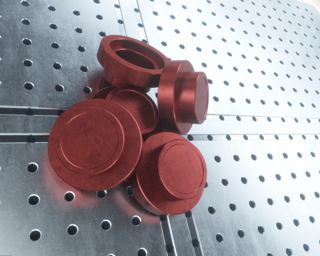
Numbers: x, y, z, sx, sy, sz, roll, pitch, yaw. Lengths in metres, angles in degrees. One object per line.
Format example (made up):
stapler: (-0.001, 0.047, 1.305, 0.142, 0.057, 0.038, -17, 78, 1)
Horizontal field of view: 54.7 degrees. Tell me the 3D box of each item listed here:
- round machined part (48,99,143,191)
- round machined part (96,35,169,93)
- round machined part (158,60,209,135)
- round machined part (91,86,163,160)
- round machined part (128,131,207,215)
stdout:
round machined part: (-0.068, 0.016, 0.321, 0.099, 0.042, 0.098, 0, 78, 2)
round machined part: (-0.037, -0.081, 0.414, 0.099, 0.042, 0.098, 19, 33, -13)
round machined part: (0.036, -0.040, 0.404, 0.042, 0.098, 0.098, 4, 49, 23)
round machined part: (-0.041, -0.013, 0.383, 0.099, 0.042, 0.098, 14, 56, -21)
round machined part: (0.016, 0.051, 0.360, 0.099, 0.042, 0.098, 12, 67, -31)
